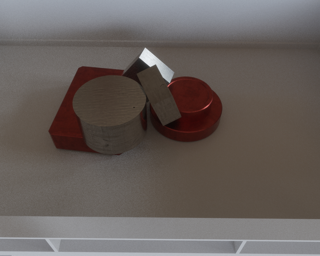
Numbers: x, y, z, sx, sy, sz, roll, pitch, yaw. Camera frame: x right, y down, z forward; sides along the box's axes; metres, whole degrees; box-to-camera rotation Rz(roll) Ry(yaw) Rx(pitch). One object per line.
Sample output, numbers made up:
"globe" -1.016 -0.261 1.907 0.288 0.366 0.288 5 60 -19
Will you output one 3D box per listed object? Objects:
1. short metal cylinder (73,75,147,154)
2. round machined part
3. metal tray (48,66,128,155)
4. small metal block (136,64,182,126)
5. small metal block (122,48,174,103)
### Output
"short metal cylinder" -0.056 -0.016 0.361 0.081 0.050 0.080 0 50 0
"round machined part" 0.035 -0.032 0.419 0.099 0.042 0.098 0 50 0
"metal tray" -0.082 -0.028 0.420 0.091 0.030 0.130 6 50 4
"small metal block" 0.000 -0.038 0.368 0.025 0.050 0.050 -26 60 2
"small metal block" -0.018 -0.069 0.411 0.050 0.050 0.025 38 44 -17
